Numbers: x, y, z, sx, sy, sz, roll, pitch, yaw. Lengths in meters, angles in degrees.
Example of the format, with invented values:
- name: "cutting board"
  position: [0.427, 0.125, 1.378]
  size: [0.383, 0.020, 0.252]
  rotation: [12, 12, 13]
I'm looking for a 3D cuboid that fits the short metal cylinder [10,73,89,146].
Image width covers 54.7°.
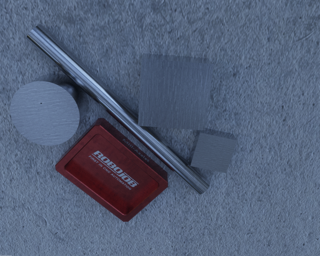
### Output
- name: "short metal cylinder"
  position: [-0.135, -0.024, 0.387]
  size: [0.081, 0.050, 0.079]
  rotation: [0, 110, -1]

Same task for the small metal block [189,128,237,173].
- name: "small metal block"
  position: [0.071, 0.029, 0.423]
  size: [0.050, 0.025, 0.050]
  rotation: [12, 110, -5]

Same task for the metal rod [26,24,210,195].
- name: "metal rod"
  position: [-0.044, -0.014, 0.404]
  size: [0.025, 0.025, 0.300]
  rotation: [-43, 105, 14]

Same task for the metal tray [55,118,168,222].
- name: "metal tray"
  position: [-0.064, 0.060, 0.430]
  size: [0.130, 0.030, 0.090]
  rotation: [42, 104, -14]

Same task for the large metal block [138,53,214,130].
- name: "large metal block"
  position: [0.017, -0.046, 0.381]
  size: [0.081, 0.050, 0.079]
  rotation: [4, 110, -2]
